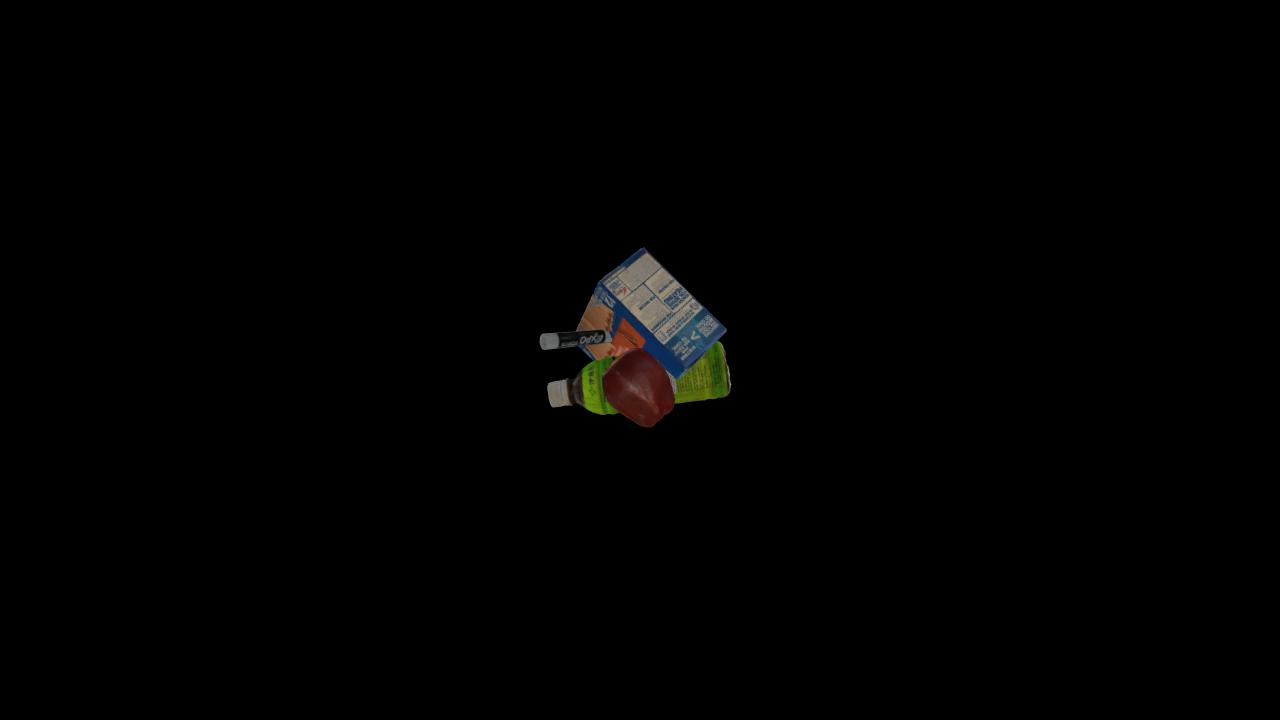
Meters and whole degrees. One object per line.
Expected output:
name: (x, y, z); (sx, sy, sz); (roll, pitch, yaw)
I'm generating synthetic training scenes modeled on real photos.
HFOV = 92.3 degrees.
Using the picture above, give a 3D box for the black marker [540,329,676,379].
black marker: (-0.061, -0.026, 0.724); (0.121, 0.020, 0.020); (-7, 4, -37)

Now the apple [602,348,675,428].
apple: (-0.002, 0.030, 0.710); (0.079, 0.093, 0.079); (-40, -5, -4)

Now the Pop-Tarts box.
Pop-Tarts box: (0.004, -0.031, 0.763); (0.083, 0.141, 0.167); (-44, -4, -26)

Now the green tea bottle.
green tea bottle: (-0.003, 0.025, 0.728); (0.212, 0.073, 0.073); (-7, 0, 0)
